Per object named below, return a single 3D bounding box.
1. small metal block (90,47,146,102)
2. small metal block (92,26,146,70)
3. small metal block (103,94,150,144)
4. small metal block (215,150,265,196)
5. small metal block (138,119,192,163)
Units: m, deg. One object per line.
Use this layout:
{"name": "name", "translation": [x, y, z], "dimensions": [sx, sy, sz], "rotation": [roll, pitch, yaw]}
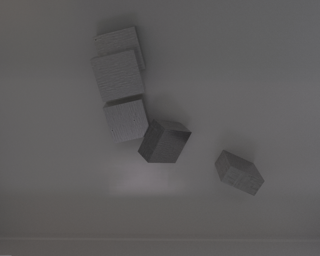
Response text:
{"name": "small metal block", "translation": [-0.048, -0.062, 0.361], "dimensions": [0.050, 0.025, 0.050], "rotation": [-12, 110, 4]}
{"name": "small metal block", "translation": [-0.048, -0.093, 0.377], "dimensions": [0.050, 0.025, 0.050], "rotation": [-13, 110, 4]}
{"name": "small metal block", "translation": [-0.042, -0.012, 0.406], "dimensions": [0.050, 0.025, 0.050], "rotation": [-13, 110, 4]}
{"name": "small metal block", "translation": [0.106, 0.060, 0.421], "dimensions": [0.050, 0.050, 0.025], "rotation": [24, 108, -9]}
{"name": "small metal block", "translation": [0.006, 0.018, 0.404], "dimensions": [0.050, 0.025, 0.050], "rotation": [7, 116, -44]}
